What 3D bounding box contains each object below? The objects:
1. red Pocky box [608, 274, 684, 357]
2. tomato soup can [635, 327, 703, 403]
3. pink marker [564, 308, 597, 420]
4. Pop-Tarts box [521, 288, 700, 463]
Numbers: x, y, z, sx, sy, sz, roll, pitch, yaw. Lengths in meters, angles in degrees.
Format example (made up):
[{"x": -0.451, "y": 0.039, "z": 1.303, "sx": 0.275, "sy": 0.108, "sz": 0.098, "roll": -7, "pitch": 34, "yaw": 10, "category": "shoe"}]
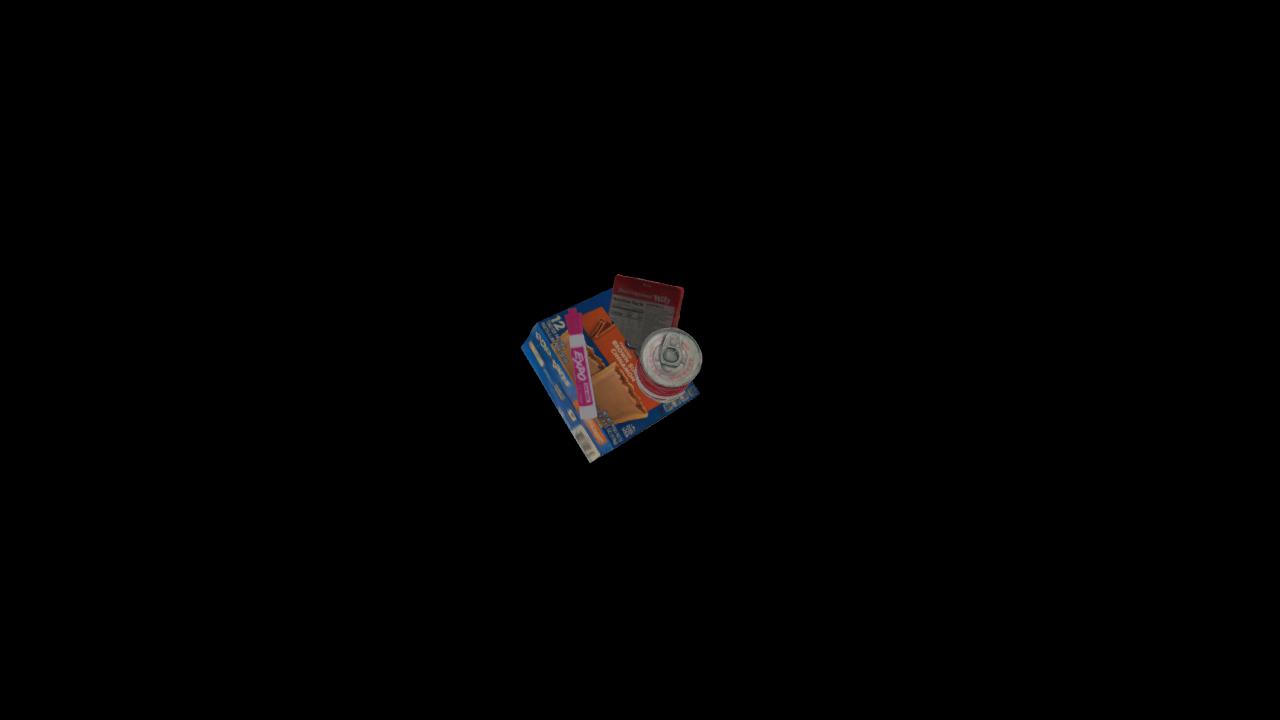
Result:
[{"x": -0.002, "y": -0.018, "z": 0.729, "sx": 0.083, "sy": 0.155, "sz": 0.028, "roll": 14, "pitch": 11, "yaw": 13, "category": "red Pocky box"}, {"x": 0.028, "y": 0.012, "z": 0.699, "sx": 0.068, "sy": 0.068, "sz": 0.101, "roll": 0, "pitch": -18, "yaw": -6, "category": "tomato soup can"}, {"x": -0.064, "y": 0.004, "z": 0.667, "sx": 0.020, "sy": 0.121, "sz": 0.020, "roll": -8, "pitch": 6, "yaw": 1, "category": "pink marker"}, {"x": -0.036, "y": 0.013, "z": 0.742, "sx": 0.141, "sy": 0.167, "sz": 0.083, "roll": -29, "pitch": -4, "yaw": -32, "category": "Pop-Tarts box"}]
